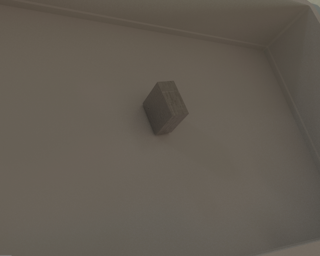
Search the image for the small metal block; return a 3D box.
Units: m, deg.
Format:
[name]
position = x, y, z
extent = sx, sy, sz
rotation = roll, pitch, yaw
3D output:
[small metal block]
position = 0.006, -0.026, 0.404
extent = 0.025, 0.050, 0.050
rotation = -9, 66, -32
